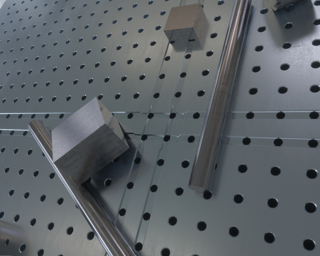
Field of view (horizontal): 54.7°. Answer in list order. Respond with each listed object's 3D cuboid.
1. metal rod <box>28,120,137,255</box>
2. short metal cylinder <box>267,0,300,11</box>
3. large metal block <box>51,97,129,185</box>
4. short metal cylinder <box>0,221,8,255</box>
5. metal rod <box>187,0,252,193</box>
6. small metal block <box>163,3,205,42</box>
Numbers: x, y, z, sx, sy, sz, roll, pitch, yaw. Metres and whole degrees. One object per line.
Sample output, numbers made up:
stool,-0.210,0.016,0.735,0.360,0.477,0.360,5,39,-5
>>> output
metal rod,-0.120,0.073,0.425,0.025,0.025,0.300,-46,51,-4
short metal cylinder,0.166,-0.206,0.412,0.050,0.080,0.080,-21,54,16
large metal block,-0.097,0.015,0.421,0.080,0.050,0.080,-37,35,3
short metal cylinder,-0.264,0.162,0.431,0.080,0.050,0.080,-13,56,21
metal rod,0.084,-0.063,0.402,0.025,0.025,0.300,3,63,30
small metal block,0.039,-0.167,0.490,0.050,0.025,0.050,3,63,29
